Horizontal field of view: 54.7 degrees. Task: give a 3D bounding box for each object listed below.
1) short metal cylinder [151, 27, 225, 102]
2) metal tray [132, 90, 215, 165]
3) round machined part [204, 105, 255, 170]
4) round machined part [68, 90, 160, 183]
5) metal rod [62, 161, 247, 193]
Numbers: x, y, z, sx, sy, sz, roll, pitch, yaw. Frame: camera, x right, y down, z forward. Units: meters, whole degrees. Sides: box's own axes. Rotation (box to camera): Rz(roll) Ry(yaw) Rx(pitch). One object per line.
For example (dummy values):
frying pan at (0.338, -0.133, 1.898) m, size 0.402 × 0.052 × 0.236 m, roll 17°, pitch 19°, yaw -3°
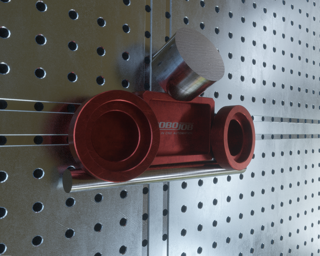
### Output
short metal cylinder at (0.036, -0.081, 0.399) m, size 0.080 × 0.050 × 0.080 m, roll 21°, pitch 52°, yaw -29°
metal tray at (0.020, 0.001, 0.417) m, size 0.131 × 0.030 × 0.089 m, roll 1°, pitch 90°, yaw -40°
round machined part at (0.104, 0.015, 0.475) m, size 0.099 × 0.042 × 0.097 m, roll 2°, pitch 87°, yaw -47°
round machined part at (-0.053, 0.009, 0.343) m, size 0.099 × 0.042 × 0.097 m, roll 2°, pitch 87°, yaw -32°
metal rod at (0.019, 0.059, 0.420) m, size 0.302 × 0.025 × 0.025 m, roll 2°, pitch 89°, yaw -40°
